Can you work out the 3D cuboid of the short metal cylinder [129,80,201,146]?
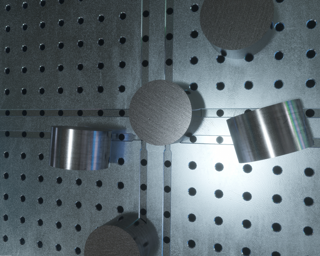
[{"bbox_3d":[0.008,-0.019,0.396,0.080,0.050,0.079,0,90,19],"label":"short metal cylinder"}]

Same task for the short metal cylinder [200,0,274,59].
[{"bbox_3d":[0.092,-0.126,0.367,0.080,0.050,0.079,0,90,19],"label":"short metal cylinder"}]

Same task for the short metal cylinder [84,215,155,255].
[{"bbox_3d":[-0.053,0.163,0.417,0.080,0.050,0.079,0,90,19],"label":"short metal cylinder"}]

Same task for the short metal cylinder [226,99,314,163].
[{"bbox_3d":[0.120,0.004,0.341,0.080,0.080,0.050,-17,85,19],"label":"short metal cylinder"}]

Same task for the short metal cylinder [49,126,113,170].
[{"bbox_3d":[-0.107,0.025,0.420,0.080,0.080,0.050,6,92,19],"label":"short metal cylinder"}]
